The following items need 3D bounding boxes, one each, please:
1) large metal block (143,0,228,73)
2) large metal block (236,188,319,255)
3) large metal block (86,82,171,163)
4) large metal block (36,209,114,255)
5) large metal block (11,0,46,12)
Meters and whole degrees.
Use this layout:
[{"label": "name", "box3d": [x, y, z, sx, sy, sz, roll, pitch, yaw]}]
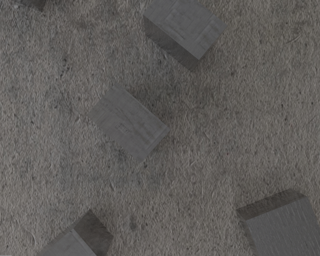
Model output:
[{"label": "large metal block", "box3d": [0.028, -0.120, 0.382, 0.080, 0.080, 0.050, 39, 90, 0]}, {"label": "large metal block", "box3d": [0.156, 0.134, 0.399, 0.080, 0.050, 0.080, -21, 90, 0]}, {"label": "large metal block", "box3d": [-0.035, -0.006, 0.382, 0.080, 0.080, 0.050, 42, 90, 0]}, {"label": "large metal block", "box3d": [-0.110, 0.155, 0.382, 0.080, 0.080, 0.050, -40, 90, 0]}, {"label": "large metal block", "box3d": [-0.184, -0.209, 0.396, 0.080, 0.050, 0.080, 22, 90, 0]}]
